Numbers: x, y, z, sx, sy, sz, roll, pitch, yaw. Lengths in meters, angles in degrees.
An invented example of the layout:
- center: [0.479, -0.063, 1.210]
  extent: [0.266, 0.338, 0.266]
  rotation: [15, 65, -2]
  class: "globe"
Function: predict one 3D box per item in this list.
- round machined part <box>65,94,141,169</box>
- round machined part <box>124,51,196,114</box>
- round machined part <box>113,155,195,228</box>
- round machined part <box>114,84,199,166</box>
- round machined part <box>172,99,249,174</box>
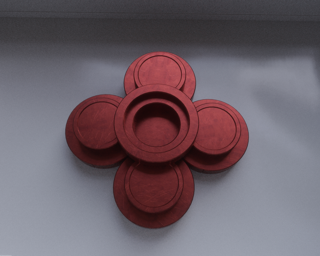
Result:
- center: [-0.073, 0.000, 0.397]
  extent: [0.099, 0.042, 0.098]
  rotation: [0, 70, 0]
  class: "round machined part"
- center: [0.000, -0.063, 0.420]
  extent: [0.099, 0.042, 0.098]
  rotation: [0, 70, 0]
  class: "round machined part"
- center: [-0.007, 0.069, 0.373]
  extent: [0.099, 0.042, 0.098]
  rotation: [1, 68, -1]
  class: "round machined part"
- center: [-0.004, -0.001, 0.376]
  extent: [0.099, 0.042, 0.098]
  rotation: [0, 70, 0]
  class: "round machined part"
- center: [0.065, 0.007, 0.396]
  extent: [0.099, 0.042, 0.098]
  rotation: [0, 70, 0]
  class: "round machined part"
